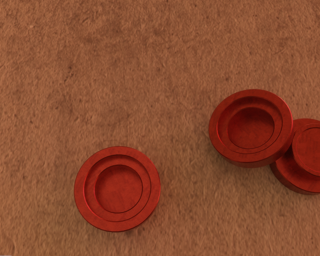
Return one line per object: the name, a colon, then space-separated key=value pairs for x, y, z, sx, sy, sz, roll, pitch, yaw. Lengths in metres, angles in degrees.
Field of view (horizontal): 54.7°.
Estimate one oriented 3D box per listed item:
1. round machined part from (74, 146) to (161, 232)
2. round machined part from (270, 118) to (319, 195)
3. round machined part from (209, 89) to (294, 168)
round machined part: x=-0.049 y=0.074 z=0.371 sx=0.099 sy=0.042 sz=0.098 roll=0 pitch=70 yaw=-1
round machined part: x=0.192 y=0.033 z=0.390 sx=0.099 sy=0.042 sz=0.098 roll=0 pitch=70 yaw=-1
round machined part: x=0.114 y=0.004 z=0.386 sx=0.098 sy=0.042 sz=0.098 roll=-12 pitch=60 yaw=22
